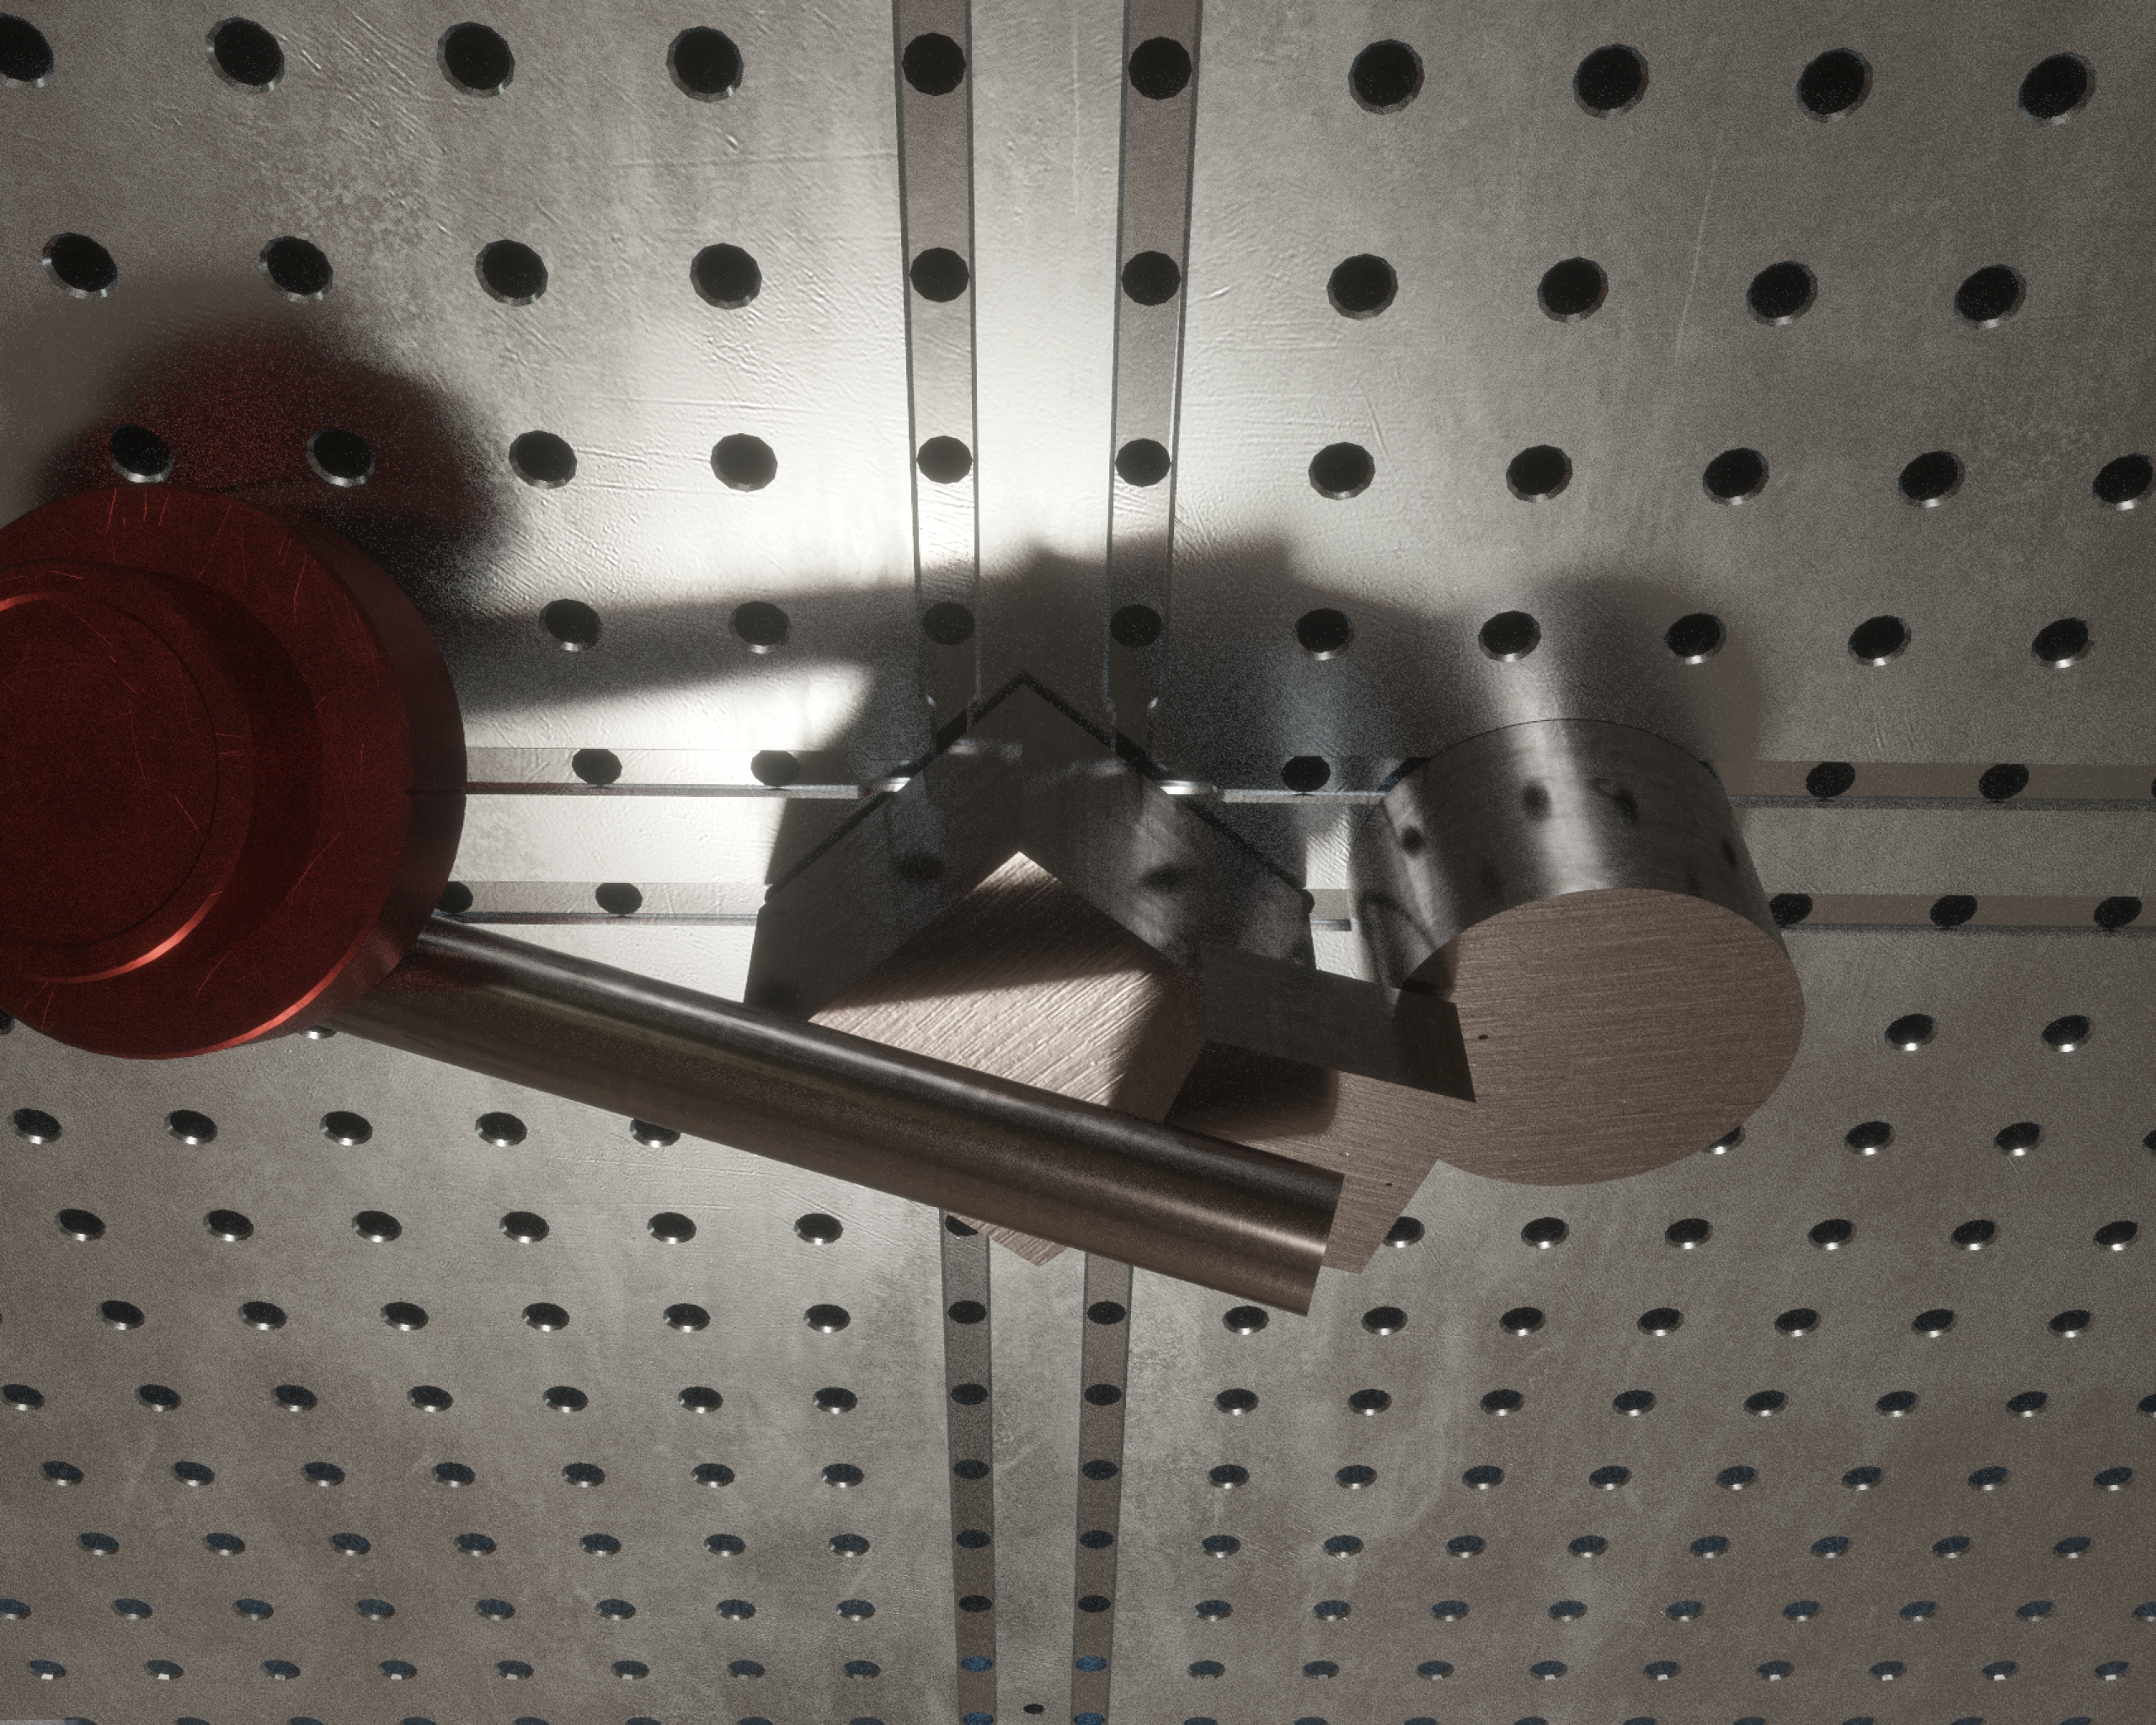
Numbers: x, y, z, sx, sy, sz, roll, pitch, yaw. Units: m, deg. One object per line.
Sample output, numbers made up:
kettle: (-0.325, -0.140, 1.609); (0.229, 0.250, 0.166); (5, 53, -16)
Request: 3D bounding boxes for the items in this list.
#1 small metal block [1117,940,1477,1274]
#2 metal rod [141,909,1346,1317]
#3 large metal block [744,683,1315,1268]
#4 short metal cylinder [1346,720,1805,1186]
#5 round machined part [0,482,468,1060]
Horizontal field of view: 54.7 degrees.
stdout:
small metal block: (0.038, 0.046, 0.383); (0.050, 0.025, 0.050); (14, 129, -13)
metal rod: (-0.102, 0.026, 0.375); (0.301, 0.025, 0.025); (15, 131, 9)
large metal block: (-0.009, 0.025, 0.413); (0.080, 0.050, 0.080); (36, 121, -27)
short metal cylinder: (0.096, 0.019, 0.412); (0.081, 0.050, 0.079); (0, 130, 0)
round machined part: (-0.158, -0.015, 0.350); (0.098, 0.042, 0.097); (0, 92, 10)
